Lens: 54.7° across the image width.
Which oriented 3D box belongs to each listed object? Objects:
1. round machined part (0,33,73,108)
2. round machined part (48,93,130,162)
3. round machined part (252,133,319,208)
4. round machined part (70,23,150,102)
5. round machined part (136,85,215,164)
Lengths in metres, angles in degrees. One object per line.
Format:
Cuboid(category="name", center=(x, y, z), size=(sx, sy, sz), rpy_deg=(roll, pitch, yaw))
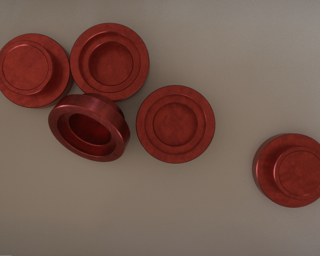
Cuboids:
Cuboid(category="round machined part", center=(-0.166, -0.075, 0.401), size=(0.099, 0.042, 0.097), rpy_deg=(0, 90, 0))
Cuboid(category="round machined part", center=(-0.083, -0.005, 0.385), size=(0.098, 0.097, 0.042), rpy_deg=(22, 49, 0))
Cuboid(category="round machined part", center=(0.175, 0.056, 0.404), size=(0.099, 0.042, 0.097), rpy_deg=(0, 90, 0))
Cuboid(category="round machined part", center=(-0.062, -0.081, 0.402), size=(0.099, 0.042, 0.097), rpy_deg=(0, 90, 0))
Cuboid(category="round machined part", center=(0.019, -0.005, 0.403), size=(0.099, 0.042, 0.097), rpy_deg=(0, 90, 0))
